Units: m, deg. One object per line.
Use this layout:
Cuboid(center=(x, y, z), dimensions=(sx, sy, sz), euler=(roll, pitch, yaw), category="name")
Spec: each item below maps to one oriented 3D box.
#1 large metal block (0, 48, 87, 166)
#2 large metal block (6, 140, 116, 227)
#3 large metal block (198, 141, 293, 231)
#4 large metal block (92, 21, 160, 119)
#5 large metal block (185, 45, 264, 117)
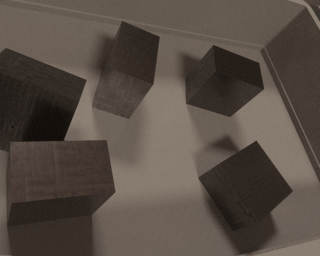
Cuboid(center=(-0.128, -0.019, 0.305), dimensions=(0.080, 0.079, 0.050), euler=(21, 28, -16), category="large metal block")
Cuboid(center=(-0.096, 0.052, 0.288), dimensions=(0.081, 0.080, 0.050), euler=(0, 62, -29), category="large metal block")
Cuboid(center=(0.112, 0.074, 0.407), dimensions=(0.081, 0.050, 0.080), euler=(-24, 75, -37), category="large metal block")
Cuboid(center=(-0.043, -0.071, 0.391), dimensions=(0.050, 0.080, 0.080), euler=(18, 55, -18), category="large metal block")
Cuboid(center=(0.093, -0.067, 0.464), dimensions=(0.081, 0.080, 0.050), euler=(15, 56, -20), category="large metal block")
